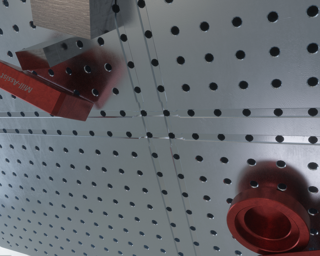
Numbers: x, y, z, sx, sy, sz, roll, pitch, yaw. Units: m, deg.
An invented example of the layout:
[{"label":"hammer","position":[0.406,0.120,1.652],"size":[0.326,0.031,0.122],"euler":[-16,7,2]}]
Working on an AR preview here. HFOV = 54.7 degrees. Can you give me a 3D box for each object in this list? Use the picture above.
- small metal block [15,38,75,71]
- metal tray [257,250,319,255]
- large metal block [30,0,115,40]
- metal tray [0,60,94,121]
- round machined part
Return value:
[{"label":"small metal block","position":[-0.152,-0.099,0.414],"size":[0.050,0.050,0.025],"euler":[1,119,27]},{"label":"metal tray","position":[0.195,0.201,0.399],"size":[0.090,0.030,0.130],"euler":[-25,127,37]},{"label":"large metal block","position":[-0.099,-0.154,0.352],"size":[0.080,0.050,0.079],"euler":[18,126,17]},{"label":"metal tray","position":[-0.168,-0.053,0.424],"size":[0.130,0.090,0.030],"euler":[26,92,12]},{"label":"round machined part","position":[0.139,0.115,0.398],"size":[0.098,0.042,0.097],"euler":[13,124,20]}]
